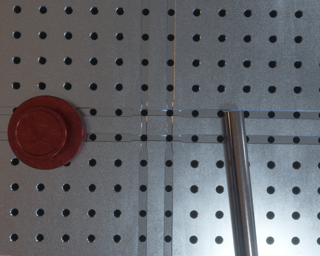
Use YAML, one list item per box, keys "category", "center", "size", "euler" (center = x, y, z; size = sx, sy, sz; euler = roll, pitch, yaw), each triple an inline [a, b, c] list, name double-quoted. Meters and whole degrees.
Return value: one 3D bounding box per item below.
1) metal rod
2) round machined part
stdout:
- category: "metal rod"
  center: [0.114, 0.126, 0.414]
  size: [0.025, 0.025, 0.298]
  euler: [-6, 90, 0]
- category: "round machined part"
  center: [-0.150, 0.006, 0.404]
  size: [0.099, 0.042, 0.097]
  euler: [0, 90, 0]
